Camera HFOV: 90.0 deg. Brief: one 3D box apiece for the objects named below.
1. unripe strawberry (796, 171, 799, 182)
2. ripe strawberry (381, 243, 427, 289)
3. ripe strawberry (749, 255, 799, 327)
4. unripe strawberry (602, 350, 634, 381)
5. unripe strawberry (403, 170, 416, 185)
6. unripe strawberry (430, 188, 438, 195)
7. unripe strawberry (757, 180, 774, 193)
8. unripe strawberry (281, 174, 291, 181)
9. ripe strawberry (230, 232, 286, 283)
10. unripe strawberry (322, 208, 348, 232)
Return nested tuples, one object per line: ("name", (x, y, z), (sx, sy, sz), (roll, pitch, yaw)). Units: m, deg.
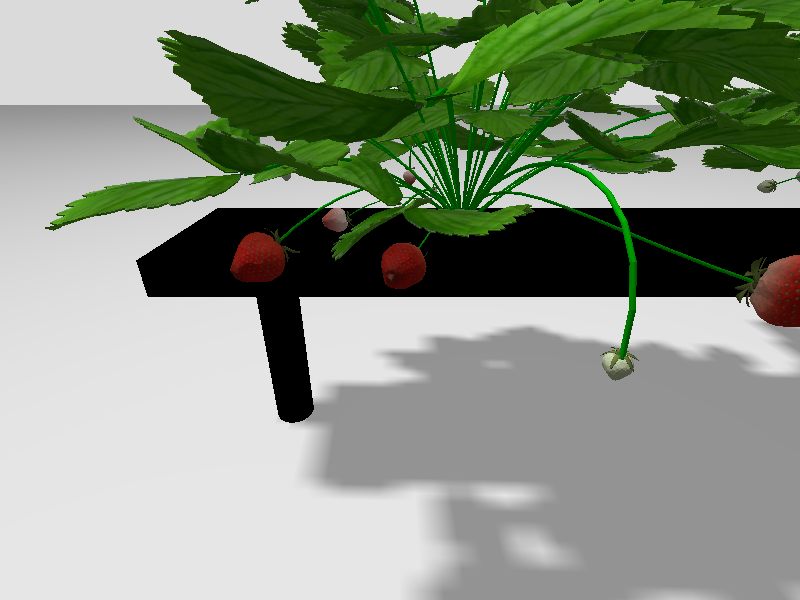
("unripe strawberry", (0.538, -0.165, 0.531), (0.021, 0.018, 0.021), (4, -4, 8))
("ripe strawberry", (0.001, -0.019, 0.243), (0.028, 0.029, 0.030), (11, 30, 21))
("ripe strawberry", (0.205, -0.002, 0.203), (0.036, 0.038, 0.039), (-22, 36, -36))
("unripe strawberry", (0.084, 0.026, 0.156), (0.011, 0.011, 0.011), (-3, 28, -7))
("unripe strawberry", (0.013, -0.159, 0.521), (0.018, 0.019, 0.019), (-6, 28, -11))
("unripe strawberry", (0.038, -0.121, 0.451), (0.009, 0.010, 0.010), (-4, 28, -8))
("unripe strawberry", (0.438, -0.136, 0.480), (0.015, 0.015, 0.016), (-13, 11, -23))
("unripe strawberry", (-0.131, -0.143, 0.461), (0.011, 0.011, 0.011), (17, 32, 29))
("ripe strawberry", (-0.090, -0.025, 0.251), (0.034, 0.029, 0.034), (-41, 43, -19))
("unripe strawberry", (-0.056, -0.069, 0.346), (0.021, 0.021, 0.020), (-9, 28, -2))
